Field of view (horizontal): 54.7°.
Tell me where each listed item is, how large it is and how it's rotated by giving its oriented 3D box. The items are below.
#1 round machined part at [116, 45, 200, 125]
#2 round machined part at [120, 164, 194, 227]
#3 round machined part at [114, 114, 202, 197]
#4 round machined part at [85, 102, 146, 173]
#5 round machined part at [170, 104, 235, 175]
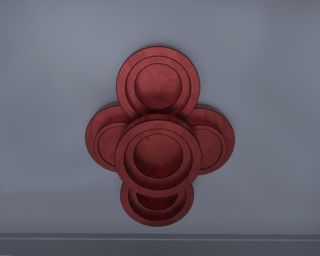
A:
[{"bbox_3d":[-0.002,-0.053,0.380,0.099,0.042,0.097,0,110,-1],"label":"round machined part"},{"bbox_3d":[-0.004,0.085,0.431,0.099,0.042,0.097,0,110,-1],"label":"round machined part"},{"bbox_3d":[-0.002,0.029,0.366,0.099,0.042,0.097,0,110,-1],"label":"round machined part"},{"bbox_3d":[-0.049,0.017,0.406,0.099,0.042,0.097,0,110,-1],"label":"round machined part"},{"bbox_3d":[0.050,0.020,0.408,0.099,0.042,0.097,0,110,-1],"label":"round machined part"}]
